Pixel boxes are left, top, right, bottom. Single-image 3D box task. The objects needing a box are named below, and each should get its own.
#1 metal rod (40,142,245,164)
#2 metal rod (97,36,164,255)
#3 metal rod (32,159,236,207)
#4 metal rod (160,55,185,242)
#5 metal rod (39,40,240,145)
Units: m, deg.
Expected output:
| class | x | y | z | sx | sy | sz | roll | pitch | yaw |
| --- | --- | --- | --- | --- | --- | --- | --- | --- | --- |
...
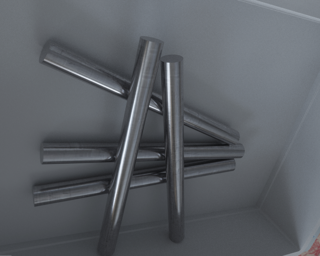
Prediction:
| class | x | y | z | sx | sy | sz | roll | pitch | yaw |
| --- | --- | --- | --- | --- | --- | --- | --- | --- | --- |
| metal rod | -0.003 | 0.033 | 0.426 | 0.303 | 0.025 | 0.025 | 2 | 118 | -30 |
| metal rod | -0.042 | 0.041 | 0.377 | 0.025 | 0.025 | 0.298 | 0 | 119 | -29 |
| metal rod | -0.018 | 0.071 | 0.442 | 0.303 | 0.025 | 0.025 | -5 | 121 | -26 |
| metal rod | 0.020 | 0.049 | 0.417 | 0.025 | 0.025 | 0.298 | -17 | 125 | -19 |
| metal rod | 0.001 | -0.030 | 0.390 | 0.302 | 0.025 | 0.025 | 22 | 107 | -37 |
